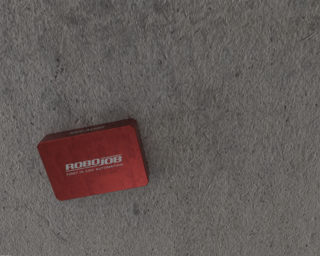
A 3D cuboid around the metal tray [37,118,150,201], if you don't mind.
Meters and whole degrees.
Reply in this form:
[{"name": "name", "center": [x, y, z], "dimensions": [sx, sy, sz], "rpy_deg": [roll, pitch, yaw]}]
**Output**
[{"name": "metal tray", "center": [-0.087, 0.044, 0.423], "dimensions": [0.131, 0.030, 0.090], "rpy_deg": [-11, 110, 4]}]
